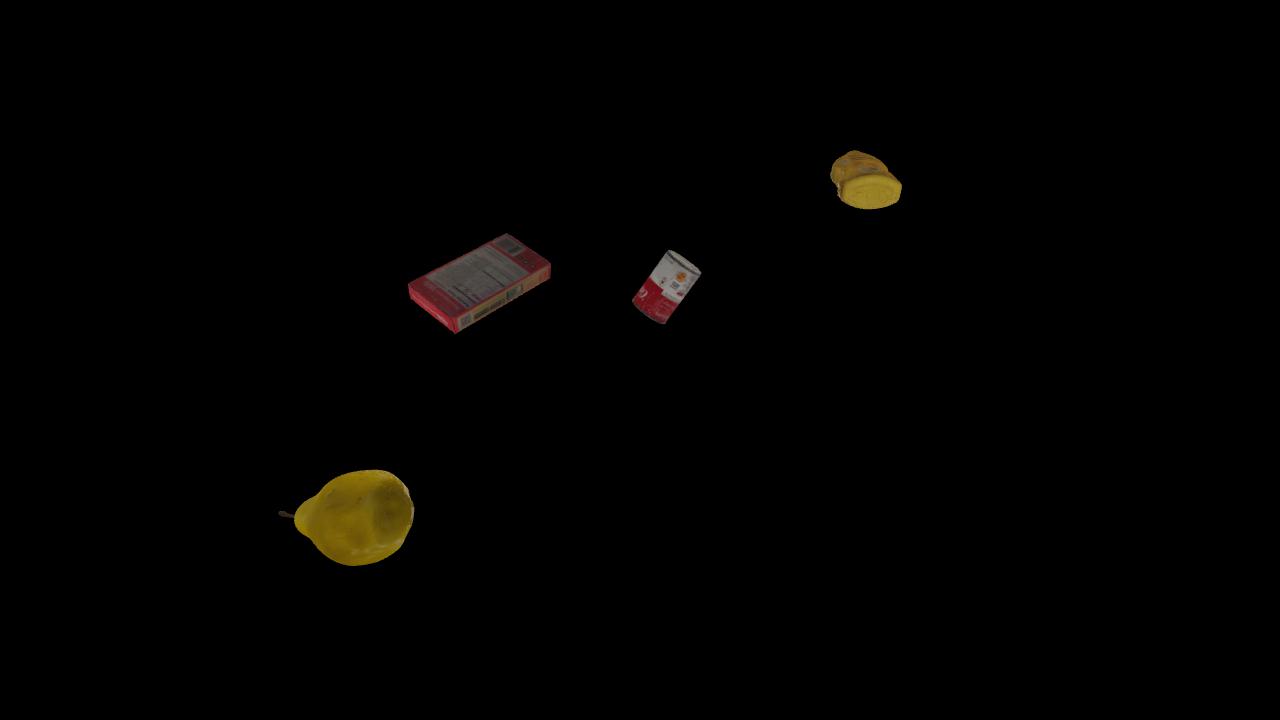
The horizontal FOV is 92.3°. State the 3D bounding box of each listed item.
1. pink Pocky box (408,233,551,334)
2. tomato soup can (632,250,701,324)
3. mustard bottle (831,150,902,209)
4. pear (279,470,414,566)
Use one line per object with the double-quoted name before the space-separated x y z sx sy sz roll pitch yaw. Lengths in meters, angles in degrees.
"pink Pocky box" -0.193 -0.097 0.753 0.084 0.029 0.155 35 51 22
"tomato soup can" 0.043 -0.117 0.983 0.068 0.101 0.068 33 18 -12
"mustard bottle" 0.361 -0.303 1.007 0.092 0.054 0.184 -3 34 9
"pear" -0.239 0.128 0.495 0.111 0.080 0.080 -11 -5 28
